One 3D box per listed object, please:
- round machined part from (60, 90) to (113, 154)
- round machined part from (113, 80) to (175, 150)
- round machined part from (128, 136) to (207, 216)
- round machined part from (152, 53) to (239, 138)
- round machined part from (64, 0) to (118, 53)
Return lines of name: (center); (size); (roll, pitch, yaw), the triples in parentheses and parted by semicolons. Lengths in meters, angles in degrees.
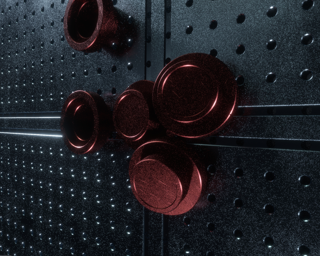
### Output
round machined part: (-0.111, -0.009, 0.487); (0.098, 0.042, 0.097); (0, 90, 39)
round machined part: (-0.026, -0.016, 0.417); (0.098, 0.042, 0.097); (0, 90, 39)
round machined part: (0.003, 0.062, 0.375); (0.098, 0.042, 0.097); (8, 109, 25)
round machined part: (0.036, -0.038, 0.349); (0.098, 0.042, 0.097); (-2, 84, 21)
round machined part: (-0.103, -0.166, 0.481); (0.098, 0.042, 0.097); (0, 90, 39)
